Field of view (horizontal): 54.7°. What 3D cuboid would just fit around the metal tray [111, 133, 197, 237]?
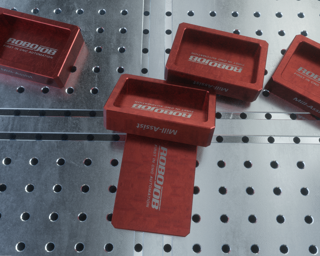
[{"bbox_3d":[-0.004,0.063,0.386,0.091,0.030,0.130,7,70,2],"label":"metal tray"}]

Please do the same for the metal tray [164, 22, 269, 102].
[{"bbox_3d":[0.080,-0.095,0.438,0.131,0.030,0.090,14,63,4],"label":"metal tray"}]

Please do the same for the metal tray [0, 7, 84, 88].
[{"bbox_3d":[-0.189,-0.117,0.449,0.131,0.030,0.090,15,71,5],"label":"metal tray"}]

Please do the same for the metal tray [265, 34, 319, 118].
[{"bbox_3d":[0.229,-0.065,0.435,0.130,0.030,0.090,31,73,10],"label":"metal tray"}]

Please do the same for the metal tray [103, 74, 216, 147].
[{"bbox_3d":[0.004,-0.026,0.395,0.131,0.030,0.090,10,39,3],"label":"metal tray"}]
